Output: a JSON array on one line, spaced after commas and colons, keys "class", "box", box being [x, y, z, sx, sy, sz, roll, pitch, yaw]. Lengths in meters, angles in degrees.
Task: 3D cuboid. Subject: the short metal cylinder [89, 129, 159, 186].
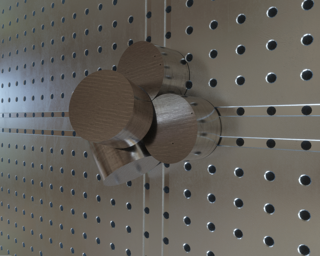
[{"class": "short metal cylinder", "box": [-0.046, 0.035, 0.409, 0.080, 0.081, 0.050, -41, 66, 32]}]

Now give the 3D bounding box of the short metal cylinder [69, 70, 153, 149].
[{"class": "short metal cylinder", "box": [-0.055, -0.020, 0.352, 0.080, 0.050, 0.080, -5, 77, 21]}]

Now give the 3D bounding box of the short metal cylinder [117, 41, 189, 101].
[{"class": "short metal cylinder", "box": [-0.010, -0.066, 0.398, 0.080, 0.050, 0.079, 0, 90, 39]}]

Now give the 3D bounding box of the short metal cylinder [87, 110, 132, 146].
[{"class": "short metal cylinder", "box": [-0.066, -0.007, 0.426, 0.080, 0.081, 0.050, -41, 65, 32]}]

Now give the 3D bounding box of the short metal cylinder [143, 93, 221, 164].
[{"class": "short metal cylinder", "box": [0.025, 0.001, 0.370, 0.080, 0.050, 0.079, 0, 90, 39]}]
